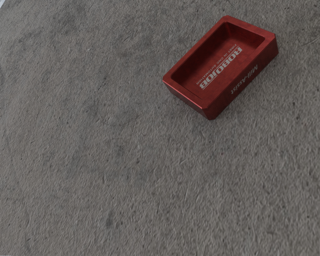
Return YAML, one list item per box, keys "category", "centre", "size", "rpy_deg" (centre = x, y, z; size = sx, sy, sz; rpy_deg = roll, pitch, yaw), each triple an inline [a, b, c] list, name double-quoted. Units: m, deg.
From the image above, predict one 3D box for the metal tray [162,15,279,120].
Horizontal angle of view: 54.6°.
- category: "metal tray"
  centre: [0.078, -0.083, 0.411]
  size: [0.130, 0.030, 0.090]
  rpy_deg: [-46, 51, -4]
